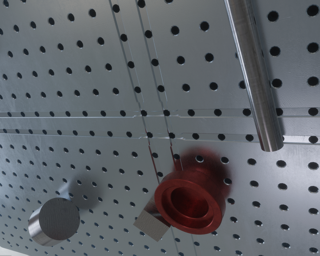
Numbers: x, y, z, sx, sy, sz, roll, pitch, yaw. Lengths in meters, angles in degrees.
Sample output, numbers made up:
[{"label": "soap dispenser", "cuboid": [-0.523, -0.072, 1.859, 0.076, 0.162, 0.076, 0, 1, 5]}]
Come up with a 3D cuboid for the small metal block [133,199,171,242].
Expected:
[{"label": "small metal block", "cuboid": [-0.010, 0.153, 0.511, 0.050, 0.025, 0.050, 34, 129, 6]}]

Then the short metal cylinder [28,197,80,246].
[{"label": "short metal cylinder", "cuboid": [-0.202, 0.180, 0.594, 0.080, 0.080, 0.050, 49, 129, -6]}]

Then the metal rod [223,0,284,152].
[{"label": "metal rod", "cuboid": [0.079, -0.109, 0.301, 0.025, 0.025, 0.299, -7, 115, 31]}]

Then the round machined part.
[{"label": "round machined part", "cuboid": [0.045, 0.100, 0.438, 0.098, 0.042, 0.097, 13, 124, 21]}]
